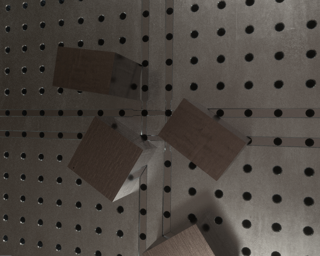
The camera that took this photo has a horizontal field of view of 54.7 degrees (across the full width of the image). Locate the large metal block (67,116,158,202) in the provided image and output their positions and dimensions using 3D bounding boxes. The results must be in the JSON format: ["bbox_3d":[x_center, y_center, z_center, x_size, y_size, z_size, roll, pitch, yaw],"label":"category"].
[{"bbox_3d":[-0.064,0.039,0.421,0.080,0.050,0.080,34,101,16],"label":"large metal block"}]

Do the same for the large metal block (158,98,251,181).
[{"bbox_3d":[0.056,0.011,0.363,0.080,0.080,0.050,38,102,16],"label":"large metal block"}]

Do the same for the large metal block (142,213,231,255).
[{"bbox_3d":[0.039,0.166,0.385,0.080,0.050,0.080,-35,79,16],"label":"large metal block"}]

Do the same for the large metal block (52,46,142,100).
[{"bbox_3d":[-0.080,-0.070,0.410,0.080,0.080,0.050,11,94,19],"label":"large metal block"}]
